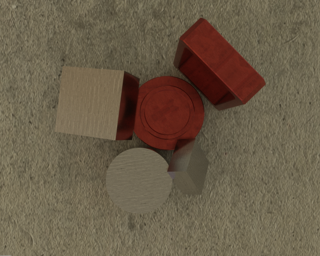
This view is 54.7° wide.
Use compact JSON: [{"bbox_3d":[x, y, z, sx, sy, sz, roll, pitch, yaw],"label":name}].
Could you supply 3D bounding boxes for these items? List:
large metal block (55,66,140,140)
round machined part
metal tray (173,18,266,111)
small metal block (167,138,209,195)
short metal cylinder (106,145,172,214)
[{"bbox_3d":[-0.076,-0.030,0.385,0.080,0.050,0.079,7,90,16],"label":"large metal block"},{"bbox_3d":[0.009,-0.020,0.404,0.099,0.042,0.097,0,90,-1],"label":"round machined part"},{"bbox_3d":[0.060,-0.065,0.358,0.030,0.130,0.090,-44,91,0],"label":"metal tray"},{"bbox_3d":[0.037,0.049,0.388,0.025,0.050,0.050,-6,135,30],"label":"small metal block"},{"bbox_3d":[-0.025,0.063,0.399,0.081,0.050,0.079,0,90,-1],"label":"short metal cylinder"}]
